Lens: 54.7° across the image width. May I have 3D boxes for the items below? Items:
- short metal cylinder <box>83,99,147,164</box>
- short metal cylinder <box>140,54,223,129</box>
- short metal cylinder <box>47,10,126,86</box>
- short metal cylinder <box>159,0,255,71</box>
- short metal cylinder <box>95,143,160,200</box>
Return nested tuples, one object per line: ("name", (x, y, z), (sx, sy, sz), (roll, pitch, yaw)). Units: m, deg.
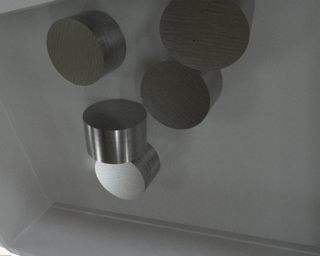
("short metal cylinder", (-0.057, 0.003, 0.405), (0.080, 0.080, 0.050), (15, 125, 20))
("short metal cylinder", (0.025, -0.045, 0.351), (0.080, 0.050, 0.079), (13, 124, 21))
("short metal cylinder", (-0.089, -0.098, 0.379), (0.080, 0.050, 0.079), (13, 124, 21))
("short metal cylinder", (0.045, -0.101, 0.291), (0.080, 0.050, 0.080), (12, 141, 10))
("short metal cylinder", (-0.046, 0.058, 0.453), (0.080, 0.050, 0.079), (13, 124, 21))
